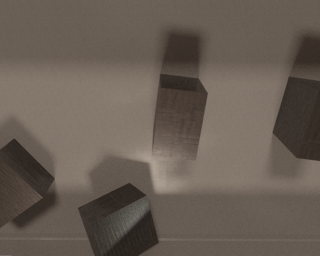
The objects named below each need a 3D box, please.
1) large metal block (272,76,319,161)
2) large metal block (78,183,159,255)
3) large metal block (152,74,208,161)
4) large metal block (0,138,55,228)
[{"bbox_3d":[0.187,-0.013,0.380,0.050,0.080,0.079,8,110,-3],"label":"large metal block"},{"bbox_3d":[-0.056,0.135,0.428,0.081,0.050,0.079,-23,112,-27],"label":"large metal block"},{"bbox_3d":[0.021,-0.016,0.376,0.050,0.080,0.079,6,110,-3],"label":"large metal block"},{"bbox_3d":[-0.209,0.075,0.423,0.080,0.050,0.080,-35,107,11],"label":"large metal block"}]
